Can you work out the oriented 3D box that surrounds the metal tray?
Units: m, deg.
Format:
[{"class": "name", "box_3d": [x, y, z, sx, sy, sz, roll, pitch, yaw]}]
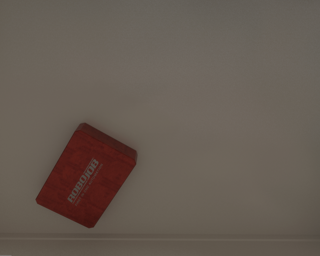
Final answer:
[{"class": "metal tray", "box_3d": [-0.102, 0.069, 0.433, 0.090, 0.030, 0.129, 30, 107, -11]}]
